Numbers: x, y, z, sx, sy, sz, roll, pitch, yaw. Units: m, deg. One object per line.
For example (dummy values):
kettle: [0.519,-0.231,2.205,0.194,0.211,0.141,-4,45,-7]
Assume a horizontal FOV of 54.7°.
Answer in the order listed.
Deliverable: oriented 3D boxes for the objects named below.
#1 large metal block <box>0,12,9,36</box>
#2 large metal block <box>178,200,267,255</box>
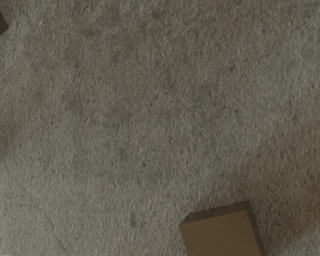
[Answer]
large metal block: [-0.308,-0.177,0.502,0.080,0.050,0.080,-34,79,16]
large metal block: [0.078,0.139,0.368,0.080,0.050,0.080,-19,84,18]
